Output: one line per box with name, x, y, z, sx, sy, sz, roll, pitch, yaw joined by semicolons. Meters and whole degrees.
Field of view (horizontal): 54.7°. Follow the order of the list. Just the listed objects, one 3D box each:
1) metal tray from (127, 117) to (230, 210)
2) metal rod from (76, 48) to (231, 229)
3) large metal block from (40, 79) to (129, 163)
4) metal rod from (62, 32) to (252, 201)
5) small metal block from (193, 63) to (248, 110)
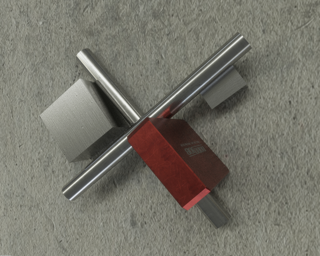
metal tray;0.027;0.032;0.343;0.030;0.130;0.090;-44;76;15
metal rod;-0.016;0.005;0.415;0.025;0.025;0.300;-44;77;14
large metal block;-0.104;-0.009;0.431;0.080;0.050;0.080;-38;78;15
metal rod;-0.014;-0.005;0.387;0.299;0.025;0.025;-41;78;15
small metal block;0.073;-0.057;0.384;0.050;0.025;0.050;-37;79;16
